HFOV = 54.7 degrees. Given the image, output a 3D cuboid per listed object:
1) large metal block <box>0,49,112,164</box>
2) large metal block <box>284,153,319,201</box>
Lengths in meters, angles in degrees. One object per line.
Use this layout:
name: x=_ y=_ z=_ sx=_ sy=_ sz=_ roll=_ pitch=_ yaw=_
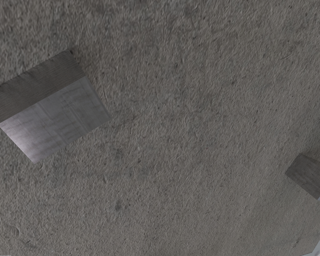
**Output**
large metal block: x=-0.104 y=-0.025 z=0.299 sx=0.080 sy=0.080 sz=0.050 roll=-31 pitch=129 yaw=-8
large metal block: x=0.307 y=0.099 z=0.600 sx=0.081 sy=0.080 sz=0.050 roll=19 pitch=109 yaw=-36
